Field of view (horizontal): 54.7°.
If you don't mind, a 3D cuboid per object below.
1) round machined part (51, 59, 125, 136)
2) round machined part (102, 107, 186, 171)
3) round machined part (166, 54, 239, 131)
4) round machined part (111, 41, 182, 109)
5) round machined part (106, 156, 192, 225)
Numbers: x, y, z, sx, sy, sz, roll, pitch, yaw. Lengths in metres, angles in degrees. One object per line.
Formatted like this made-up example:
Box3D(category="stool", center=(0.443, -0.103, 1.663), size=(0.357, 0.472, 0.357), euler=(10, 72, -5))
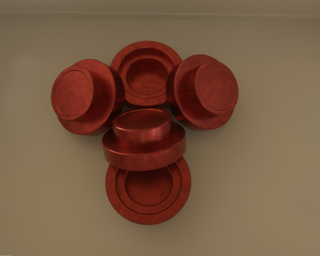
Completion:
Box3D(category="round machined part", center=(-0.097, -0.040, 0.390), size=(0.098, 0.042, 0.097), euler=(-4, 82, 27))
Box3D(category="round machined part", center=(-0.019, 0.007, 0.366), size=(0.099, 0.098, 0.042), euler=(-6, 115, -2))
Box3D(category="round machined part", center=(0.060, -0.047, 0.392), size=(0.099, 0.042, 0.097), euler=(5, 81, -30))
Box3D(category="round machined part", center=(-0.017, -0.066, 0.422), size=(0.099, 0.042, 0.098), euler=(0, 70, 0))
Box3D(category="round machined part", center=(-0.013, 0.067, 0.374), size=(0.099, 0.042, 0.098), euler=(0, 70, 0))
